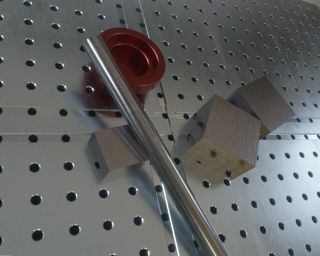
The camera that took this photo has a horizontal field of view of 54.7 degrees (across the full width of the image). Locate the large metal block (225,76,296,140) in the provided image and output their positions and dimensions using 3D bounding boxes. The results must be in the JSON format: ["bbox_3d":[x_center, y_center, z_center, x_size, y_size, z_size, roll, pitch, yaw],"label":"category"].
[{"bbox_3d":[0.154,-0.028,0.492,0.081,0.050,0.080,-26,76,-37],"label":"large metal block"}]

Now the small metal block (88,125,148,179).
[{"bbox_3d":[-0.049,0.027,0.365,0.050,0.025,0.050,-13,69,-34],"label":"small metal block"}]

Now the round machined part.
[{"bbox_3d":[-0.046,-0.087,0.425,0.099,0.042,0.098,14,56,-21],"label":"round machined part"}]

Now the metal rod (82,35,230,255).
[{"bbox_3d":[-0.005,0.026,0.360,0.025,0.025,0.299,-28,86,-37],"label":"metal rod"}]

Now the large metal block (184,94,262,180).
[{"bbox_3d":[0.089,0.013,0.432,0.080,0.050,0.080,29,52,-10],"label":"large metal block"}]
